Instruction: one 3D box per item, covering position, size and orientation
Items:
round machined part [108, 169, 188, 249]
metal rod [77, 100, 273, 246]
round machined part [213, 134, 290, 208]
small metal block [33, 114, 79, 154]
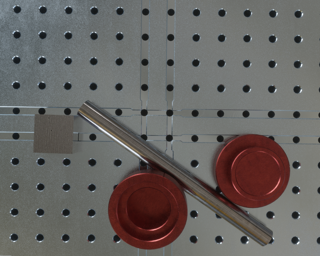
[{"bbox_3d":[-0.014,0.101,0.401,0.099,0.042,0.097,0,96,4],"label":"round machined part"},{"bbox_3d":[0.020,0.060,0.413,0.301,0.025,0.025,35,90,0],"label":"metal rod"},{"bbox_3d":[0.122,0.057,0.406,0.099,0.042,0.097,0,90,0],"label":"round machined part"},{"bbox_3d":[-0.137,0.008,0.412,0.050,0.025,0.050,2,90,0],"label":"small metal block"}]
